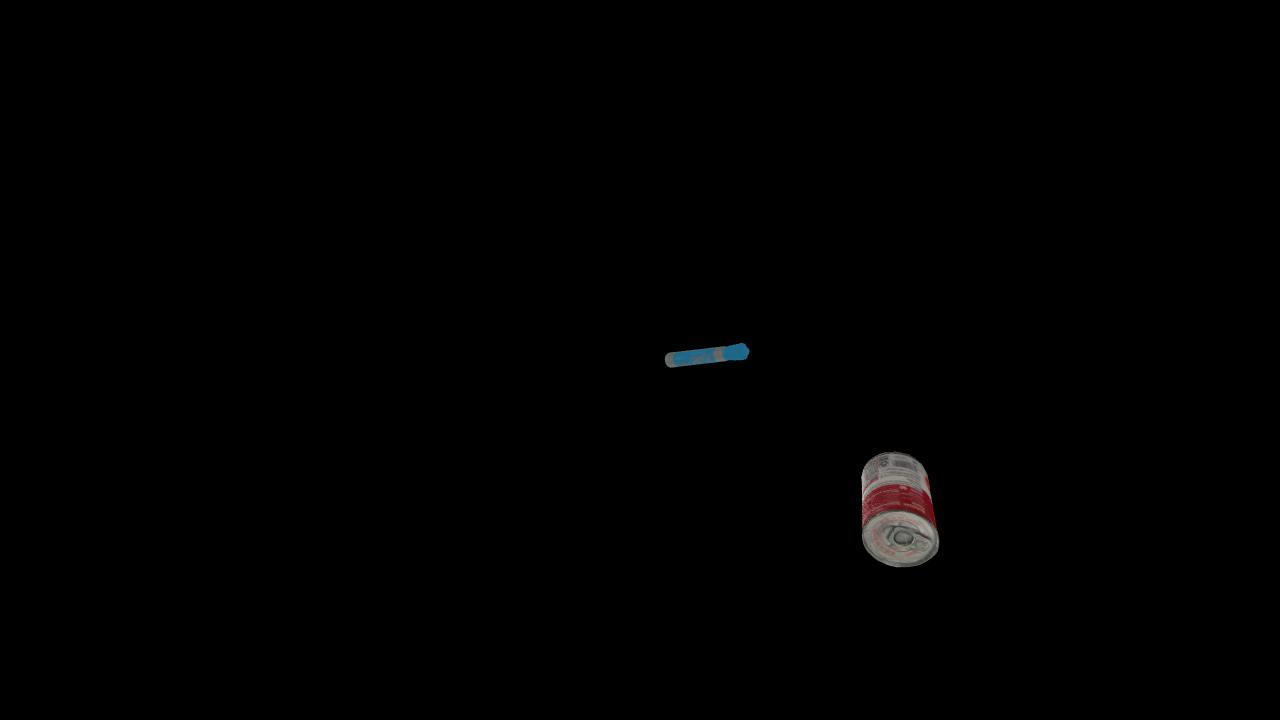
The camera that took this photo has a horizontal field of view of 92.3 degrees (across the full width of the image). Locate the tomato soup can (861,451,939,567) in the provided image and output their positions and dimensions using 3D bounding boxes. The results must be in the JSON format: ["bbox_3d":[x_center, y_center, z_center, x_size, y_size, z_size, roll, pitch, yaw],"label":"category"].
[{"bbox_3d":[0.257,0.146,0.617,0.068,0.068,0.101,0,25,19],"label":"tomato soup can"}]

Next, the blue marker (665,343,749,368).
[{"bbox_3d":[0.076,-0.005,0.707,0.020,0.020,0.121,0,-5,-40],"label":"blue marker"}]
